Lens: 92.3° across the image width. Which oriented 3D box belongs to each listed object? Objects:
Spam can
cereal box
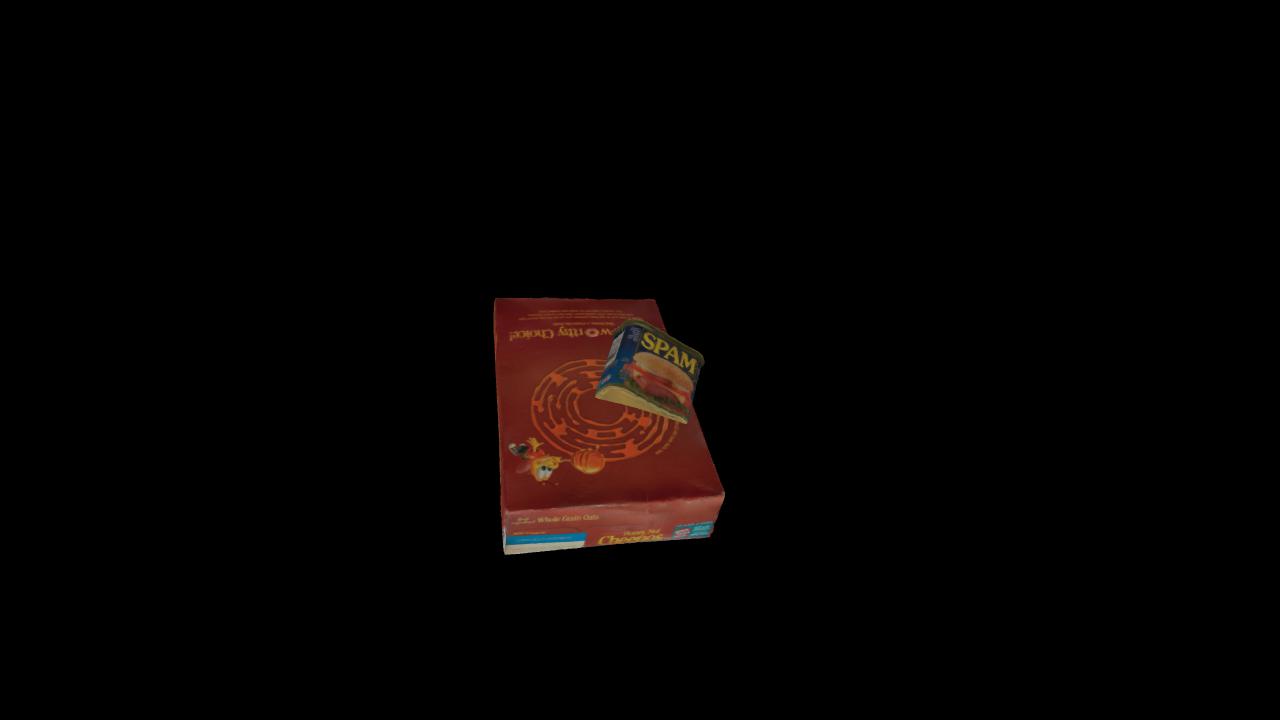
[{"bbox_3d":[0.010,0.020,0.643,0.101,0.085,0.058,29,-35,-17],"label":"Spam can"},{"bbox_3d":[-0.052,0.052,0.664,0.203,0.081,0.306,-2,44,-15],"label":"cereal box"}]
